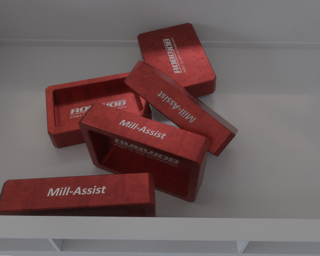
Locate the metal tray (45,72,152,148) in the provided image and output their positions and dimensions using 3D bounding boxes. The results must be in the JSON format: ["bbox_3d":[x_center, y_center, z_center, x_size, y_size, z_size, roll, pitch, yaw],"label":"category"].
[{"bbox_3d":[-0.084,-0.028,0.424,0.131,0.030,0.090,-12,51,-10],"label":"metal tray"}]

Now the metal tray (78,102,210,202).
[{"bbox_3d":[-0.017,0.028,0.338,0.130,0.090,0.030,18,55,14],"label":"metal tray"}]

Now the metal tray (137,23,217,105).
[{"bbox_3d":[0.022,-0.100,0.472,0.091,0.030,0.130,-14,56,-3],"label":"metal tray"}]

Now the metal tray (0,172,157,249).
[{"bbox_3d":[-0.070,0.081,0.293,0.131,0.090,0.030,-3,50,-2],"label":"metal tray"}]

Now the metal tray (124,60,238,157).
[{"bbox_3d":[0.029,-0.024,0.365,0.130,0.090,0.030,39,102,11],"label":"metal tray"}]
